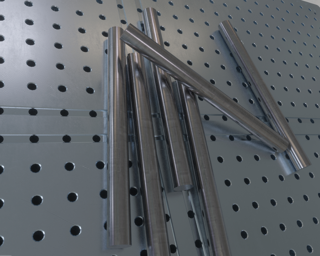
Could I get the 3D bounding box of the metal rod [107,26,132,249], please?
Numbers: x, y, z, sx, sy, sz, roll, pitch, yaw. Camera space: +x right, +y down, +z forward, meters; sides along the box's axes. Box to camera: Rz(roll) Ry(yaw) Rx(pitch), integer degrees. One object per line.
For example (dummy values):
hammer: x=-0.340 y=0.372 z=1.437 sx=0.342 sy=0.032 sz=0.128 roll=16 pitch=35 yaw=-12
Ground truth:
metal rod: x=-0.053 y=-0.011 z=0.385 sx=0.025 sy=0.025 sz=0.299 roll=9 pitch=58 yaw=-24

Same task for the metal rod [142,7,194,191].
metal rod: x=0.006 y=-0.058 z=0.446 sx=0.025 sy=0.025 sz=0.299 roll=4 pitch=60 yaw=-26

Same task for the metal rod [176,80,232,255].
metal rod: x=0.056 y=0.051 z=0.406 sx=0.025 sy=0.025 sz=0.299 roll=6 pitch=59 yaw=-25

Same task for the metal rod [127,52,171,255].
metal rod: x=-0.017 y=0.030 z=0.380 sx=0.025 sy=0.025 sz=0.299 roll=6 pitch=59 yaw=-25

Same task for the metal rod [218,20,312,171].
metal rod: x=0.175 y=-0.067 z=0.542 sx=0.025 sy=0.025 sz=0.299 roll=-9 pitch=66 yaw=-32

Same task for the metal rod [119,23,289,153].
metal rod: x=0.075 y=-0.048 z=0.448 sx=0.301 sy=0.025 sz=0.025 roll=33 pitch=51 yaw=-18
